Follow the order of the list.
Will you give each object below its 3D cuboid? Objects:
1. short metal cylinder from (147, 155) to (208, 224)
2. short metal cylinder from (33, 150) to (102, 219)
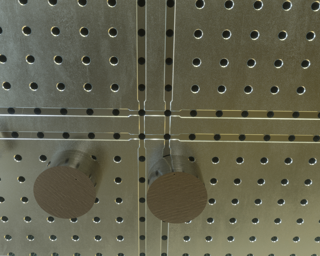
[{"bbox_3d":[0.022,0.084,0.432,0.081,0.050,0.079,0,110,-1],"label":"short metal cylinder"},{"bbox_3d":[-0.124,0.076,0.427,0.081,0.050,0.079,0,110,-1],"label":"short metal cylinder"}]
